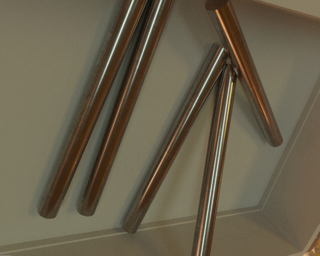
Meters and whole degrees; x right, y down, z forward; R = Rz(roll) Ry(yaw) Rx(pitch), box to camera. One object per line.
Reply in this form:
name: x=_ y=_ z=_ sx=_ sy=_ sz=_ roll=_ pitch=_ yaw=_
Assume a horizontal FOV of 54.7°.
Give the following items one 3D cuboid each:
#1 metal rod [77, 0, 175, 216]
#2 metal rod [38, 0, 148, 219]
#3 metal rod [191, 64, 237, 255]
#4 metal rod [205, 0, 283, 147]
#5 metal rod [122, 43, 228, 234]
metal rod: x=-0.047 y=-0.017 z=0.371 sx=0.025 sy=0.025 sz=0.298 roll=9 pitch=114 yaw=-33
metal rod: x=-0.080 y=-0.020 z=0.352 sx=0.025 sy=0.025 sz=0.298 roll=14 pitch=111 yaw=-34
metal rod: x=0.070 y=0.065 z=0.414 sx=0.025 sy=0.025 sz=0.298 roll=7 pitch=92 yaw=-32
metal rod: x=0.127 y=-0.052 z=0.420 sx=0.025 sy=0.025 sz=0.300 roll=-42 pitch=137 yaw=1
metal rod: x=0.016 y=0.026 z=0.433 sx=0.025 sy=0.025 sz=0.298 roll=14 pitch=111 yaw=-34
